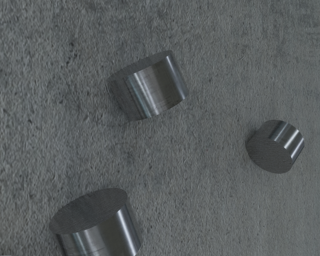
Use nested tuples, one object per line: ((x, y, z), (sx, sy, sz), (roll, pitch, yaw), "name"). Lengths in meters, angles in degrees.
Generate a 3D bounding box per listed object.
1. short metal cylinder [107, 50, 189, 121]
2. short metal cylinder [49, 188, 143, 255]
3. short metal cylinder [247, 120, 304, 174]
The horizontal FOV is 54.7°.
((-0.013, -0.050, 0.358), (0.080, 0.080, 0.050), (-38, 114, -33), "short metal cylinder")
((-0.064, 0.104, 0.316), (0.081, 0.080, 0.050), (-28, 108, -37), "short metal cylinder")
((0.199, 0.032, 0.536), (0.050, 0.080, 0.080), (-44, 117, -31), "short metal cylinder")
